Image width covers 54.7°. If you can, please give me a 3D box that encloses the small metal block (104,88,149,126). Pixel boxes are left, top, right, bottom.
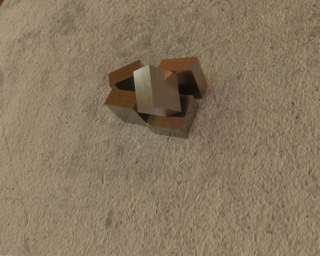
[{"bbox_3d":[-0.039,-0.027,0.425,0.050,0.050,0.025,12,68,33],"label":"small metal block"}]

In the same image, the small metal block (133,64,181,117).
[{"bbox_3d":[-0.003,-0.043,0.371,0.025,0.050,0.050,-16,75,39],"label":"small metal block"}]

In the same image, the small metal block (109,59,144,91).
[{"bbox_3d":[-0.039,-0.065,0.448,0.050,0.050,0.025,-21,54,16],"label":"small metal block"}]

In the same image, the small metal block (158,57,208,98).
[{"bbox_3d":[0.030,-0.065,0.410,0.050,0.050,0.025,2,53,29],"label":"small metal block"}]

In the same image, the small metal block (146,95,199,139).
[{"bbox_3d":[0.017,-0.017,0.405,0.050,0.025,0.050,9,66,32],"label":"small metal block"}]
